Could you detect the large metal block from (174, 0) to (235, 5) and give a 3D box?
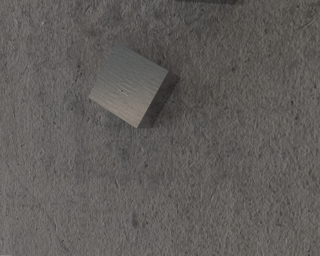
[{"bbox_3d":[0.056,-0.201,0.376,0.080,0.050,0.079,12,94,19],"label":"large metal block"}]

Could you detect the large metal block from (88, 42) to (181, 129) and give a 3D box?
[{"bbox_3d":[-0.033,-0.054,0.407,0.080,0.050,0.080,32,100,17],"label":"large metal block"}]
